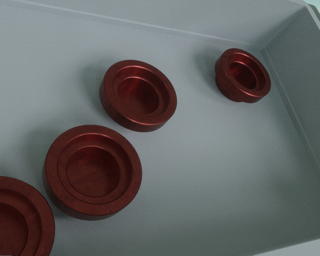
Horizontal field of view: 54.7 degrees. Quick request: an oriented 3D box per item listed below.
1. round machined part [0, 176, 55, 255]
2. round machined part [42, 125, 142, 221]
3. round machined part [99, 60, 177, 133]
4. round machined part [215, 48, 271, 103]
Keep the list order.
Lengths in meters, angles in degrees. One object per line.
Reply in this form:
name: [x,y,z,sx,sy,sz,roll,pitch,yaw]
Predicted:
round machined part: [-0.143,0.094,0.261,0.099,0.042,0.098,14,56,-21]
round machined part: [-0.072,0.049,0.327,0.099,0.042,0.098,14,56,-21]
round machined part: [-0.031,-0.037,0.402,0.099,0.042,0.098,14,56,-21]
round machined part: [0.133,-0.082,0.519,0.099,0.042,0.098,14,56,-21]
